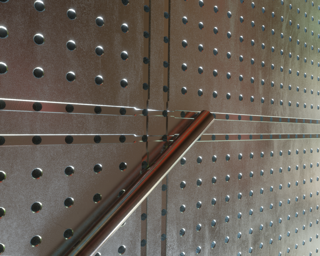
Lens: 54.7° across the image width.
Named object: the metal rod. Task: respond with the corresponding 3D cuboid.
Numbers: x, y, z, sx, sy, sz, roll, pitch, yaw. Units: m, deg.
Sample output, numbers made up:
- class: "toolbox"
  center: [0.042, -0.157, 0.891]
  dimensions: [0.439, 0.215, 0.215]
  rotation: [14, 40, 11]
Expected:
- class: "metal rod"
  center: [-0.020, 0.073, 0.394]
  dimensions: [0.301, 0.025, 0.025]
  rotation: [-44, 117, -31]
